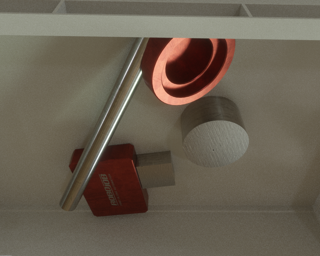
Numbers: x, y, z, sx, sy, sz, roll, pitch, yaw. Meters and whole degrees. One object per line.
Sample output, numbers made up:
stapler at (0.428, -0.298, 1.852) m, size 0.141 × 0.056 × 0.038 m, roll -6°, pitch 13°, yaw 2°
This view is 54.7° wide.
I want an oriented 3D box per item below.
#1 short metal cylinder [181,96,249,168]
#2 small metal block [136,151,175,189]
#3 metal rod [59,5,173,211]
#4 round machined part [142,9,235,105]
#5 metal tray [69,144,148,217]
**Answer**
short metal cylinder at (0.068, 0.005, 0.398) m, size 0.081 × 0.050 × 0.079 m, roll 0°, pitch 130°, yaw 0°
small metal block at (-0.006, 0.063, 0.463) m, size 0.050 × 0.025 × 0.050 m, roll -7°, pitch 130°, yaw 5°
metal rod at (-0.065, -0.004, 0.378) m, size 0.025 × 0.025 × 0.298 m, roll 21°, pitch 119°, yaw -18°
round machined part at (0.025, -0.075, 0.317) m, size 0.099 × 0.042 × 0.097 m, roll -23°, pitch 142°, yaw -19°
metal tray at (-0.073, 0.084, 0.476) m, size 0.090 × 0.030 × 0.129 m, roll -7°, pitch 130°, yaw 6°
